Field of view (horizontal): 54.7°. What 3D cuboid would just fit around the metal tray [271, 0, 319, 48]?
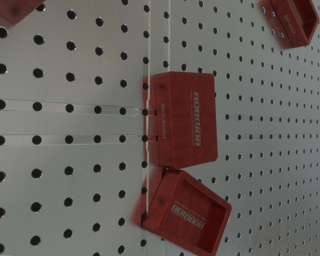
[{"bbox_3d":[0.286,-0.246,0.649,0.130,0.030,0.090,46,62,-31],"label":"metal tray"}]

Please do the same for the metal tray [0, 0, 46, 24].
[{"bbox_3d":[-0.127,-0.134,0.235,0.090,0.130,0.030,32,70,-36],"label":"metal tray"}]

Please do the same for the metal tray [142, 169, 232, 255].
[{"bbox_3d":[0.045,0.126,0.445,0.130,0.030,0.090,39,66,-33],"label":"metal tray"}]

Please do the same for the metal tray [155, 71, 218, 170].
[{"bbox_3d":[0.040,-0.013,0.442,0.091,0.030,0.129,-6,94,-40],"label":"metal tray"}]
